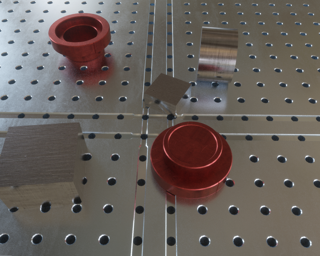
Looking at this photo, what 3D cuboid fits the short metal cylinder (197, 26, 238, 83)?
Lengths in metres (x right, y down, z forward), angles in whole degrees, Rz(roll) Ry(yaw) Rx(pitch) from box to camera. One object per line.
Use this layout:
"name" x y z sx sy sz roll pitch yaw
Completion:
"short metal cylinder" 0.084 -0.109 0.464 0.050 0.080 0.080 6 50 5

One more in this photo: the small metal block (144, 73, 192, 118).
"small metal block" 0.012 -0.048 0.448 0.050 0.025 0.050 23 54 18

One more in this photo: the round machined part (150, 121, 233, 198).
"round machined part" 0.038 0.031 0.371 0.099 0.042 0.098 0 50 0

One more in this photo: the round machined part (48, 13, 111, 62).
"round machined part" -0.131 -0.148 0.520 0.099 0.042 0.098 0 50 0

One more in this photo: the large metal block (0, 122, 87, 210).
"large metal block" -0.131 0.042 0.355 0.081 0.050 0.080 -4 50 -3
